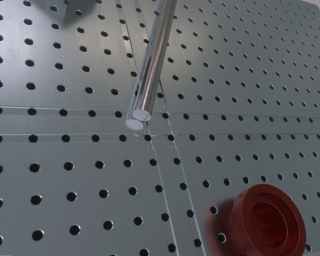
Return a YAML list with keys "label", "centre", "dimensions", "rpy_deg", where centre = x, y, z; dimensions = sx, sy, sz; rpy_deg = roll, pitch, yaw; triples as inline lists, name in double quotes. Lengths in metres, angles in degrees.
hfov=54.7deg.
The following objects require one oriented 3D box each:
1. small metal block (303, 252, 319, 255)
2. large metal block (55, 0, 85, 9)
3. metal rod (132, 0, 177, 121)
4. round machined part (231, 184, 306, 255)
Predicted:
- label: "small metal block"
  centre: [0.202, 0.186, 0.388]
  dimensions: [0.050, 0.050, 0.025]
  rpy_deg: [49, 51, 6]
- label: "large metal block"
  centre: [-0.138, -0.236, 0.462]
  dimensions: [0.080, 0.050, 0.080]
  rpy_deg: [41, 51, 0]
- label: "metal rod"
  centre: [0.000, -0.137, 0.491]
  dimensions: [0.025, 0.025, 0.300]
  rpy_deg: [22, 53, -15]
- label: "round machined part"
  centre: [0.131, 0.124, 0.392]
  dimensions: [0.099, 0.042, 0.098]
  rpy_deg: [14, 56, -21]
